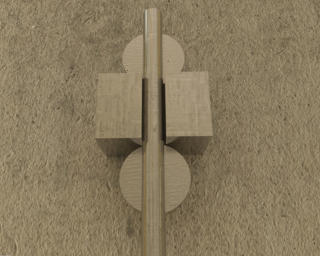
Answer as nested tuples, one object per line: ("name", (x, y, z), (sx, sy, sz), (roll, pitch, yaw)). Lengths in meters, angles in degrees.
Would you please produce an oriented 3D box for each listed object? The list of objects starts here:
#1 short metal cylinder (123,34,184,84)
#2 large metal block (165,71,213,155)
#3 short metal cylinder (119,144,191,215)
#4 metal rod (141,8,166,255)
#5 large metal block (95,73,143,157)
("short metal cylinder", (-0.008, -0.082, 0.426), (0.081, 0.050, 0.080), (0, 69, 0))
("large metal block", (0.031, -0.015, 0.386), (0.050, 0.080, 0.080), (-1, 70, 0))
("short metal cylinder", (-0.006, 0.065, 0.373), (0.081, 0.050, 0.080), (0, 69, 0))
("metal rod", (-0.008, -0.010, 0.359), (0.025, 0.025, 0.299), (-1, 70, 0))
("large metal block", (-0.046, -0.013, 0.384), (0.050, 0.080, 0.080), (-1, 70, 0))
